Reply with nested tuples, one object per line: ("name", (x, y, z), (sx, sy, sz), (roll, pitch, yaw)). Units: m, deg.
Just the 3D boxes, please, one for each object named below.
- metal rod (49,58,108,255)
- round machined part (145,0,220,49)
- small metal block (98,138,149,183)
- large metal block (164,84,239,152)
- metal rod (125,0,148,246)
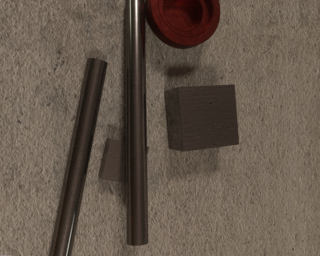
("metal rod", (-0.103, 0.065, 0.371), (0.025, 0.025, 0.298), (11, 86, -20))
("round machined part", (0.027, -0.154, 0.411), (0.099, 0.042, 0.097), (0, 90, -21))
("small metal block", (-0.046, 0.042, 0.393), (0.050, 0.025, 0.050), (13, 86, -20))
("large metal block", (0.055, -0.014, 0.417), (0.081, 0.050, 0.079), (-6, 92, -20))
("metal rod", (-0.029, -0.015, 0.377), (0.025, 0.025, 0.298), (2, 81, -20))
